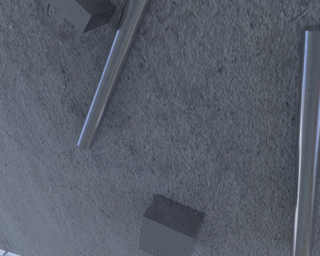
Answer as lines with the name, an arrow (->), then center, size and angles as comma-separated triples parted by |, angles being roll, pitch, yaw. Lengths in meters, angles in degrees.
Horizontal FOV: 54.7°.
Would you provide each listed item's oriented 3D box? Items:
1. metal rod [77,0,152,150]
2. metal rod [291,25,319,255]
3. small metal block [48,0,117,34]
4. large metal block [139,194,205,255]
metal rod -> -0.058, -0.076, 0.388 | 0.025, 0.025, 0.298 | 34, 129, 5
metal rod -> 0.164, 0.041, 0.345 | 0.025, 0.025, 0.298 | 4, 120, 26
small metal block -> -0.086, -0.139, 0.348 | 0.050, 0.050, 0.025 | 43, 129, -2
large metal block -> 0.017, 0.161, 0.480 | 0.080, 0.050, 0.079 | 19, 126, 16
